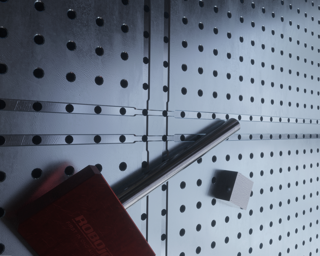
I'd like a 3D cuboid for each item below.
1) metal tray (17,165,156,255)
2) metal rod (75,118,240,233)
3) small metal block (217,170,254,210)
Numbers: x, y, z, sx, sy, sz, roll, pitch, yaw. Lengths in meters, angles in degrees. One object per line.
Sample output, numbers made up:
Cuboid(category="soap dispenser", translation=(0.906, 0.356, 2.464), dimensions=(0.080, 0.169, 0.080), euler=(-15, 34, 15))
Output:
Cuboid(category="metal tray", translation=(-0.073, 0.116, 0.328), dimensions=(0.090, 0.030, 0.130), euler=(-34, 113, -15))
Cuboid(category="metal rod", translation=(0.016, 0.053, 0.425), dimensions=(0.302, 0.025, 0.025), euler=(-29, 108, -36))
Cuboid(category="small metal block", translation=(0.127, 0.104, 0.519), dimensions=(0.050, 0.025, 0.050), euler=(33, 69, -35))
